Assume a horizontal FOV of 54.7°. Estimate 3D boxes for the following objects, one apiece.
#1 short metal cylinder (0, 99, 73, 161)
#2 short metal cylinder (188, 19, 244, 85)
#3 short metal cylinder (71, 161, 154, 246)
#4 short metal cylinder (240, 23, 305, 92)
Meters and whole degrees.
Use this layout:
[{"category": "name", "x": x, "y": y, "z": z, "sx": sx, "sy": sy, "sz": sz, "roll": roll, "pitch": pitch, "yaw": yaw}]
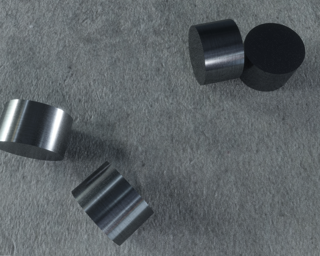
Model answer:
[{"category": "short metal cylinder", "x": -0.152, "y": 0.005, "z": 0.375, "sx": 0.080, "sy": 0.080, "sz": 0.050, "roll": 7, "pitch": 70, "yaw": 2}, {"category": "short metal cylinder", "x": 0.073, "y": -0.101, "z": 0.417, "sx": 0.050, "sy": 0.080, "sz": 0.080, "roll": -12, "pitch": 71, "yaw": -5}, {"category": "short metal cylinder", "x": -0.052, "y": 0.083, "z": 0.348, "sx": 0.050, "sy": 0.080, "sz": 0.080, "roll": -42, "pitch": 76, "yaw": -14}, {"category": "short metal cylinder", "x": 0.152, "y": -0.098, "z": 0.433, "sx": 0.081, "sy": 0.050, "sz": 0.080, "roll": 0, "pitch": 70, "yaw": 0}]
